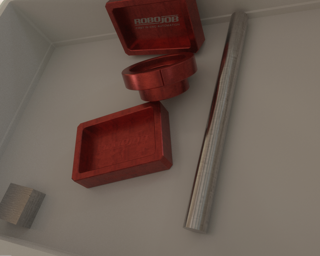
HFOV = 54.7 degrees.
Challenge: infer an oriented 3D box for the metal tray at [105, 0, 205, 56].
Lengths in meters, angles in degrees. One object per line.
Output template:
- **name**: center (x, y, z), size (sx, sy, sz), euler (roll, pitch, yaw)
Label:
- **metal tray**: center (-0.007, -0.155, 0.458), size (0.130, 0.090, 0.030), euler (6, 47, 30)

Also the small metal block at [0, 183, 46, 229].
- **small metal block**: center (-0.199, 0.110, 0.440), size (0.050, 0.025, 0.050), euler (6, 64, 30)

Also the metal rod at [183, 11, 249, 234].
- **metal rod**: center (0.075, -0.025, 0.381), size (0.025, 0.025, 0.300), euler (2, 63, 29)

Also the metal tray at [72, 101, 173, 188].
- **metal tray**: center (-0.052, 0.022, 0.414), size (0.130, 0.030, 0.090), euler (-16, 55, 18)

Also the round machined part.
- **round machined part**: center (0.002, -0.067, 0.414), size (0.098, 0.042, 0.098), euler (-13, 22, 5)
